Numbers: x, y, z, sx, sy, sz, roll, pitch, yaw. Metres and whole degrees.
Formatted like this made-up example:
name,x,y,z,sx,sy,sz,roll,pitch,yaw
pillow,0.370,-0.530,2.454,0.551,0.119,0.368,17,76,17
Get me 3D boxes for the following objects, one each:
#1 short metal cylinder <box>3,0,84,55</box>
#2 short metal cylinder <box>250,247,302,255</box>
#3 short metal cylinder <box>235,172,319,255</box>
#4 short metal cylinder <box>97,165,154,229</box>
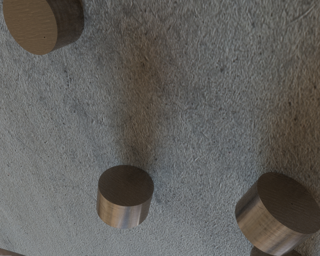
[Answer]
name,x,y,z,sx,sy,sz,roll,pitch,yaw
short metal cylinder,-0.142,-0.136,0.381,0.080,0.050,0.079,13,124,21
short metal cylinder,0.163,0.210,0.434,0.080,0.050,0.079,13,124,21
short metal cylinder,0.136,0.098,0.360,0.080,0.080,0.050,32,129,8
short metal cylinder,-0.053,0.101,0.462,0.080,0.080,0.050,23,127,14
